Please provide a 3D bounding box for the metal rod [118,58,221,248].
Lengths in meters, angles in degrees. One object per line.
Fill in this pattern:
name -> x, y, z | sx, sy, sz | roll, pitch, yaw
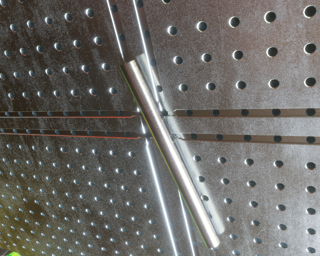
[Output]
metal rod -> 0.021, 0.047, 0.428 | 0.025, 0.025, 0.299 | -13, 112, 33
